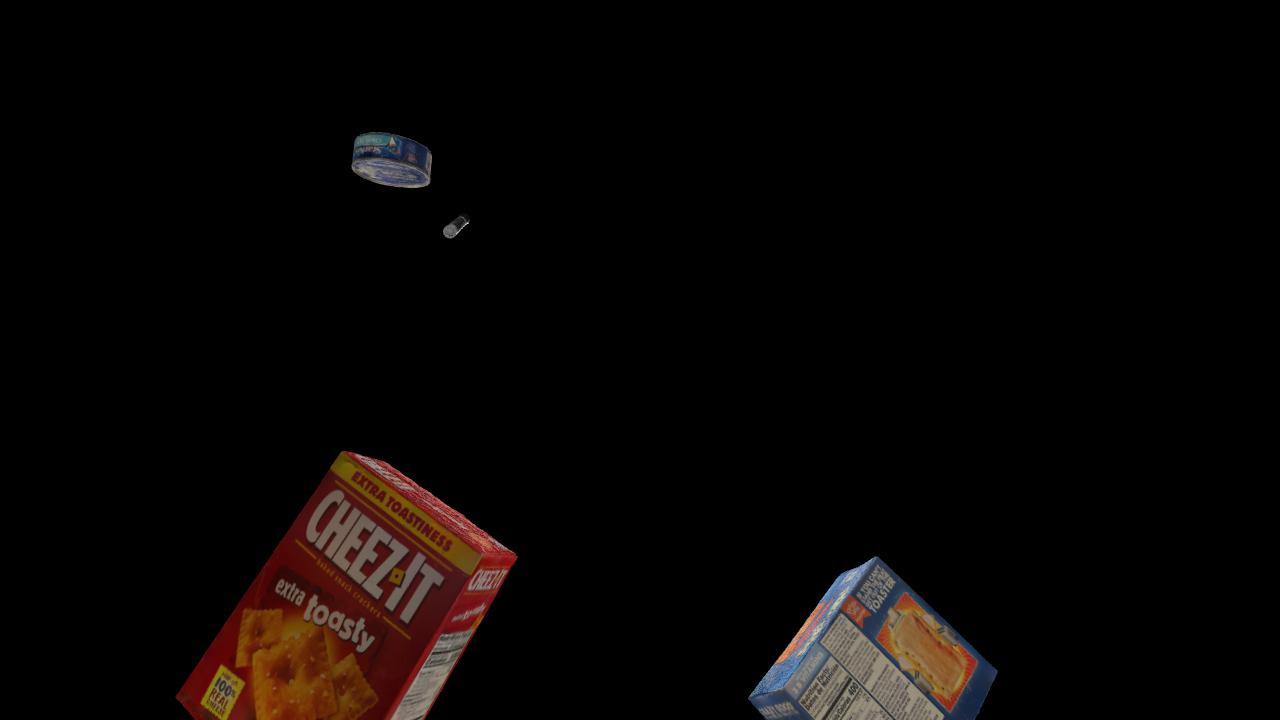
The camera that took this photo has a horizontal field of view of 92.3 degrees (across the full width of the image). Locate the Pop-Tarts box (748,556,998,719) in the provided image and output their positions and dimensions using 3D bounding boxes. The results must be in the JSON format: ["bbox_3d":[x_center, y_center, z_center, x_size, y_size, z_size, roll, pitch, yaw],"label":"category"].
[{"bbox_3d":[0.209,0.294,0.555,0.167,0.141,0.083,-36,-18,-34],"label":"Pop-Tarts box"}]

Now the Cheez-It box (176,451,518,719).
[{"bbox_3d":[-0.225,0.209,0.484,0.166,0.223,0.071,27,-10,22],"label":"Cheez-It box"}]

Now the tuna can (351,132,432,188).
[{"bbox_3d":[-0.281,-0.226,0.700,0.084,0.034,0.084,4,-4,0],"label":"tuna can"}]

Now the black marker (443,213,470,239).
[{"bbox_3d":[-0.280,-0.207,0.944,0.020,0.020,0.121,0,22,-5],"label":"black marker"}]
